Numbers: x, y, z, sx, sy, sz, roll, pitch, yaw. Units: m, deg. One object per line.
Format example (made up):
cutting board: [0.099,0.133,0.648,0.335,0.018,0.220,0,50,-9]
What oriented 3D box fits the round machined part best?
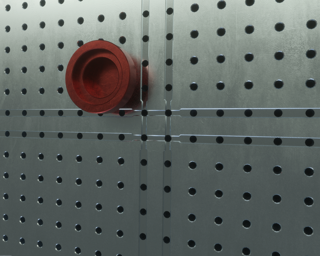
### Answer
round machined part: [-0.077,-0.068,0.430,0.098,0.042,0.097,0,90,19]
